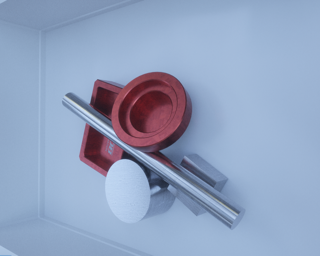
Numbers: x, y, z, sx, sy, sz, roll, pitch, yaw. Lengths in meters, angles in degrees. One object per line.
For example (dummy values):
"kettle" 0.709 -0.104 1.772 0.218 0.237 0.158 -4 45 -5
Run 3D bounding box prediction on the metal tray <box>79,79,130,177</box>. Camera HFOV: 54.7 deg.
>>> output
"metal tray" -0.069 0.002 0.455 0.090 0.030 0.129 23 105 37

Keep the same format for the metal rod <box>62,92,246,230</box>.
"metal rod" -0.029 0.025 0.389 0.300 0.025 0.025 32 110 32

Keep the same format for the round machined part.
"round machined part" -0.007 -0.016 0.381 0.098 0.042 0.098 -10 65 22

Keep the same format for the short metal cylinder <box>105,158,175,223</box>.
"short metal cylinder" -0.026 0.079 0.407 0.080 0.050 0.079 0 90 39

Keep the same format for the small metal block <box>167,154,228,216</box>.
"small metal block" 0.044 0.066 0.367 0.050 0.025 0.050 39 113 33
